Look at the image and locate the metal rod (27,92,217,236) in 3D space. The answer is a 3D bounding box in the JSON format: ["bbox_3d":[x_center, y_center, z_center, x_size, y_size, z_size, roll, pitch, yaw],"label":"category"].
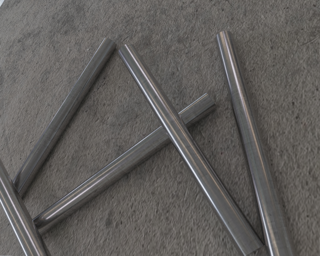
[{"bbox_3d":[-0.056,0.053,0.400,0.300,0.025,0.025,-36,51,4],"label":"metal rod"}]

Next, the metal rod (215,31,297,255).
[{"bbox_3d":[0.100,-0.001,0.352,0.025,0.025,0.299,-17,55,18],"label":"metal rod"}]

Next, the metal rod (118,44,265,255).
[{"bbox_3d":[0.020,0.004,0.362,0.025,0.025,0.299,-34,60,6],"label":"metal rod"}]

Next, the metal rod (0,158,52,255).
[{"bbox_3d":[-0.151,0.141,0.369,0.025,0.025,0.300,-44,59,-2],"label":"metal rod"}]

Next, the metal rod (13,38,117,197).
[{"bbox_3d":[-0.153,-0.022,0.497,0.025,0.025,0.300,16,70,34],"label":"metal rod"}]
